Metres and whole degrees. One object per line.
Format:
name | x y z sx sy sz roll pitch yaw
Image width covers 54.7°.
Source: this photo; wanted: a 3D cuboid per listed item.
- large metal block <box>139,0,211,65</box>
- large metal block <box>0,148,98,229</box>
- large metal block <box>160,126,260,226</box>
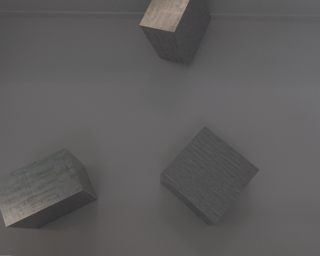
large metal block | 0.025 -0.145 0.422 0.050 0.080 0.080 20 79 25
large metal block | -0.125 0.072 0.353 0.080 0.080 0.050 -25 72 -9
large metal block | 0.057 0.059 0.375 0.080 0.050 0.080 40 75 13
